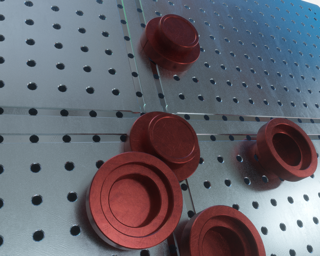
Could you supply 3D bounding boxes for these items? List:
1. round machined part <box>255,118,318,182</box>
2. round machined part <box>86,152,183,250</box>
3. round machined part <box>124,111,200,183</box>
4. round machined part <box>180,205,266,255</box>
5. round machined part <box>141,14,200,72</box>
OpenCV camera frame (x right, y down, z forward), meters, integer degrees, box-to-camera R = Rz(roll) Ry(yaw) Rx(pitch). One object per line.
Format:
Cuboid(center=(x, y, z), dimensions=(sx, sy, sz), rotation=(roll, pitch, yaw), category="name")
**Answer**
Cuboid(center=(0.187, 0.036, 0.475), dimensions=(0.099, 0.042, 0.098), rotation=(13, 56, -21), category="round machined part")
Cuboid(center=(-0.029, 0.078, 0.329), dimensions=(0.099, 0.042, 0.098), rotation=(9, 64, -19), category="round machined part")
Cuboid(center=(0.009, 0.020, 0.389), dimensions=(0.099, 0.042, 0.098), rotation=(14, 56, -21), category="round machined part")
Cuboid(center=(0.066, 0.140, 0.347), dimensions=(0.099, 0.042, 0.098), rotation=(13, 56, -21), category="round machined part")
Cuboid(center=(0.023, -0.142, 0.495), dimensions=(0.099, 0.042, 0.098), rotation=(13, 56, -21), category="round machined part")
